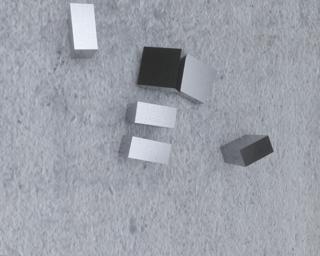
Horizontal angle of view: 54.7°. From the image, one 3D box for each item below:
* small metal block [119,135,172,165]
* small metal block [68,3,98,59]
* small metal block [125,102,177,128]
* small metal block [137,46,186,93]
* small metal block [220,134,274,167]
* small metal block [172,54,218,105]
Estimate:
[{"bbox_3d":[-0.020,0.027,0.389,0.050,0.050,0.025,13,86,-20],"label":"small metal block"},{"bbox_3d":[-0.092,-0.111,0.362,0.025,0.050,0.050,-6,92,-20],"label":"small metal block"},{"bbox_3d":[-0.013,-0.015,0.392,0.050,0.050,0.025,8,88,-20],"label":"small metal block"},{"bbox_3d":[0.003,-0.075,0.397,0.050,0.025,0.050,8,86,18],"label":"small metal block"},{"bbox_3d":[0.123,0.031,0.443,0.050,0.050,0.025,-24,98,-19],"label":"small metal block"},{"bbox_3d":[0.044,-0.066,0.427,0.050,0.025,0.050,25,82,-19],"label":"small metal block"}]
